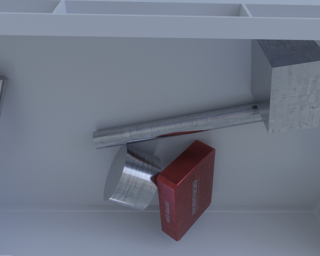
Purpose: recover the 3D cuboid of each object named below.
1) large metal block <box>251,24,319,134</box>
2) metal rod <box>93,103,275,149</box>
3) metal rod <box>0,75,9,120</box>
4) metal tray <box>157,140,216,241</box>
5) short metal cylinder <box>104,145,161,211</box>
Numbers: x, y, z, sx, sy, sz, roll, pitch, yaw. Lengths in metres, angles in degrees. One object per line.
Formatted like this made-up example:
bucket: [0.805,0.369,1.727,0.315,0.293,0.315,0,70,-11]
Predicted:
large metal block: [0.132,-0.053,0.330,0.050,0.080,0.080,-8,130,6]
metal rod: [0.061,-0.009,0.402,0.301,0.025,0.025,-10,130,7]
metal rod: [-0.237,0.076,0.395,0.025,0.025,0.298,16,105,-14]
metal tray: [0.040,0.092,0.446,0.030,0.091,0.129,27,139,32]
short metal cylinder: [-0.039,0.069,0.432,0.050,0.080,0.080,22,127,-18]
